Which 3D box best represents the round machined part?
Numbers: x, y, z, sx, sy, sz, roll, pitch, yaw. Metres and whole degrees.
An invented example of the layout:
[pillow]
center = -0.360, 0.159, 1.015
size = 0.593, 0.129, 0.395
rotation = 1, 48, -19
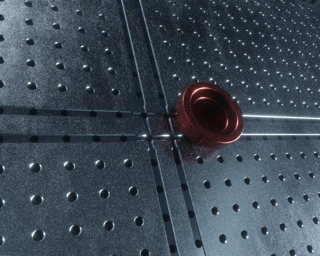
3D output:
[round machined part]
center = 0.066, -0.014, 0.440
size = 0.099, 0.042, 0.098
rotation = 13, 56, -21
